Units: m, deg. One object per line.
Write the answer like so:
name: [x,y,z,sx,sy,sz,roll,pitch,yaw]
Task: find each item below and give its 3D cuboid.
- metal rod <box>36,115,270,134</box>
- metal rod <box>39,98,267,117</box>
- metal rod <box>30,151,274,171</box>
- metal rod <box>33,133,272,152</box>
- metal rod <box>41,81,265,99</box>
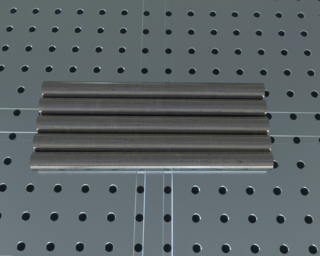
metal rod: [-0.009,-0.004,0.413,0.302,0.025,0.025,0,70,-1]
metal rod: [-0.009,-0.028,0.422,0.302,0.025,0.025,0,70,-1]
metal rod: [-0.009,0.042,0.396,0.302,0.025,0.025,0,70,-1]
metal rod: [-0.009,0.020,0.404,0.302,0.025,0.025,0,70,-1]
metal rod: [-0.009,-0.051,0.430,0.302,0.025,0.025,0,70,-1]
